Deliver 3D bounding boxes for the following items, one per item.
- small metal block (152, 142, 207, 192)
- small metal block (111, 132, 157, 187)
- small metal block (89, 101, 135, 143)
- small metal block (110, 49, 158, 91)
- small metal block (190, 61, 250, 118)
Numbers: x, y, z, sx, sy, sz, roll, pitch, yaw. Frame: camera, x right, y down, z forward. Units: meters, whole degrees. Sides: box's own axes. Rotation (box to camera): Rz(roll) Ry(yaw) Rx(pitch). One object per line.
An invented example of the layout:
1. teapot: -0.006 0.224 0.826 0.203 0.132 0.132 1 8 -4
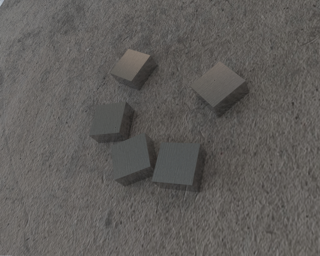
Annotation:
1. small metal block: 0.023 0.045 0.364 0.050 0.025 0.050 0 62 28
2. small metal block: -0.032 0.040 0.396 0.050 0.025 0.050 -22 53 14
3. small metal block: -0.069 -0.008 0.445 0.050 0.025 0.050 -6 59 25
4. small metal block: -0.041 -0.091 0.481 0.050 0.025 0.050 26 76 37
5. small metal block: 0.076 -0.050 0.395 0.050 0.025 0.050 -40 51 1
